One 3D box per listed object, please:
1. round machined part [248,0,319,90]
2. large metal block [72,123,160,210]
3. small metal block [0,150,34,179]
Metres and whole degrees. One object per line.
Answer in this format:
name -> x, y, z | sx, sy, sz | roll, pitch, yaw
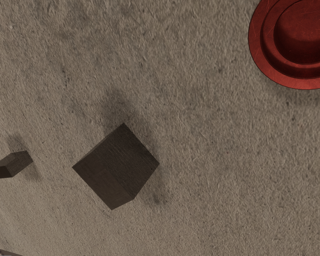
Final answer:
round machined part -> 0.132, -0.086, 0.273 | 0.098, 0.042, 0.097 | 13, 124, 20
large metal block -> -0.059, 0.052, 0.433 | 0.050, 0.080, 0.080 | -34, 99, 38
small metal block -> -0.275, 0.068, 0.574 | 0.050, 0.050, 0.025 | -10, 114, 32
